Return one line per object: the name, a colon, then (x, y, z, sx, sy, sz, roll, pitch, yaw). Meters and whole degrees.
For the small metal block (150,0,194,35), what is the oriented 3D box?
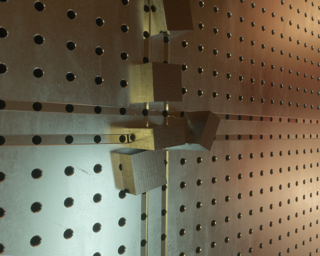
small metal block: (0.016, -0.156, 0.425, 0.050, 0.025, 0.050, -16, 100, -39)

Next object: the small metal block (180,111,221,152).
small metal block: (0.052, 0.004, 0.439, 0.025, 0.050, 0.050, 34, 69, -36)

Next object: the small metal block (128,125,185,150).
small metal block: (-0.004, 0.011, 0.391, 0.050, 0.050, 0.025, -7, 95, -40)

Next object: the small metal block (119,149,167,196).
small metal block: (-0.021, 0.052, 0.394, 0.050, 0.025, 0.050, -13, 98, -40)

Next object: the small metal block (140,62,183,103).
small metal block: (0.002, -0.059, 0.413, 0.050, 0.025, 0.050, -4, 93, -40)
